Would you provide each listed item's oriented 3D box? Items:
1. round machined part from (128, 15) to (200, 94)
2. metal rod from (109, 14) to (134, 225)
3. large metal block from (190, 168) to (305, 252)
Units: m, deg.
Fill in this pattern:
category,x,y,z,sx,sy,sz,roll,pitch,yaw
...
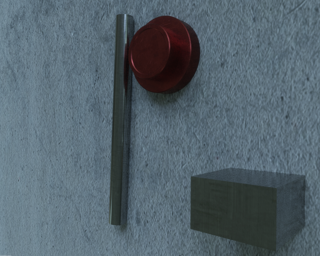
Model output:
category,x,y,z,sx,sy,sz,roll,pitch,yaw
round machined part,-0.002,-0.094,0.394,0.098,0.042,0.097,0,90,39
metal rod,-0.057,-0.011,0.449,0.025,0.025,0.298,4,92,39
large metal block,0.086,0.071,0.298,0.080,0.081,0.050,1,91,39
